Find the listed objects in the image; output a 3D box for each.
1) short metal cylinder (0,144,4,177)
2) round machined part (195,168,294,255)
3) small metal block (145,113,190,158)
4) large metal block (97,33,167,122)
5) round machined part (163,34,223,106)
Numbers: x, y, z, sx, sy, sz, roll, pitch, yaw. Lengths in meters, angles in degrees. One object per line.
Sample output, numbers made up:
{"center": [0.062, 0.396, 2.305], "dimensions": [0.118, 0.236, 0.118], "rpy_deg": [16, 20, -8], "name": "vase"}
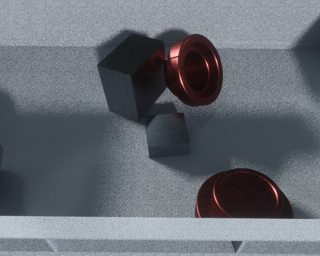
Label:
{"center": [-0.214, 0.044, 0.329], "dimensions": [0.081, 0.080, 0.050], "rpy_deg": [-8, 51, -7], "name": "short metal cylinder"}
{"center": [0.087, 0.080, 0.319], "dimensions": [0.099, 0.042, 0.098], "rpy_deg": [1, 42, 0], "name": "round machined part"}
{"center": [0.009, 0.009, 0.398], "dimensions": [0.050, 0.025, 0.050], "rpy_deg": [-5, 50, -5], "name": "small metal block"}
{"center": [-0.033, -0.070, 0.425], "dimensions": [0.050, 0.080, 0.080], "rpy_deg": [20, 53, 22], "name": "large metal block"}
{"center": [0.043, -0.079, 0.437], "dimensions": [0.042, 0.098, 0.098], "rpy_deg": [-4, 38, 45], "name": "round machined part"}
